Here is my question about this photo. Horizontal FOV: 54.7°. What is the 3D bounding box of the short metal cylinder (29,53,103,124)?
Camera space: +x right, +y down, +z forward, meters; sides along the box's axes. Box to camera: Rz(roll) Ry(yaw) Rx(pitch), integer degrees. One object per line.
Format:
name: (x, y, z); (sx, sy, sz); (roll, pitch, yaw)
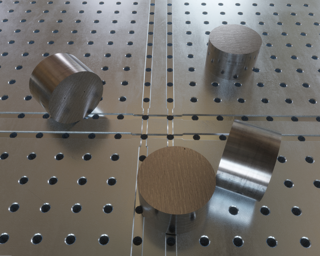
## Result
short metal cylinder: (-0.124, -0.053, 0.415); (0.080, 0.080, 0.050); (-35, 58, -26)

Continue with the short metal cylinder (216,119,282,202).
short metal cylinder: (0.096, 0.035, 0.343); (0.050, 0.080, 0.080); (18, 52, 14)

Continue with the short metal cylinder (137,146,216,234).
short metal cylinder: (0.017, 0.066, 0.335); (0.081, 0.050, 0.080); (0, 50, 0)

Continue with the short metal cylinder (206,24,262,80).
short metal cylinder: (0.116, -0.122, 0.494); (0.081, 0.050, 0.080); (0, 50, 0)
